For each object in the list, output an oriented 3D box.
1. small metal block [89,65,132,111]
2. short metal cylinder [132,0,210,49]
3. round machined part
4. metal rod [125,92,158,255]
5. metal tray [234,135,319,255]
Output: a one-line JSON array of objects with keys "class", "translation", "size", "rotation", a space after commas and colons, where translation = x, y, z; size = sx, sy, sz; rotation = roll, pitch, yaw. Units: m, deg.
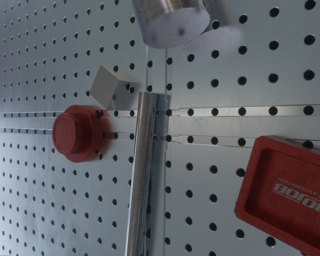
[{"class": "small metal block", "translation": [-0.076, -0.061, 0.472], "size": [0.050, 0.025, 0.050], "rotation": [41, 115, 32]}, {"class": "short metal cylinder", "translation": [0.012, -0.136, 0.364], "size": [0.080, 0.081, 0.050], "rotation": [-26, 74, 37]}, {"class": "round machined part", "translation": [-0.143, 0.010, 0.516], "size": [0.098, 0.042, 0.097], "rotation": [0, 90, 40]}, {"class": "metal rod", "translation": [-0.030, 0.100, 0.433], "size": [0.025, 0.025, 0.298], "rotation": [9, 96, 39]}, {"class": "metal tray", "translation": [0.143, 0.068, 0.287], "size": [0.130, 0.030, 0.089], "rotation": [22, 104, 37]}]
